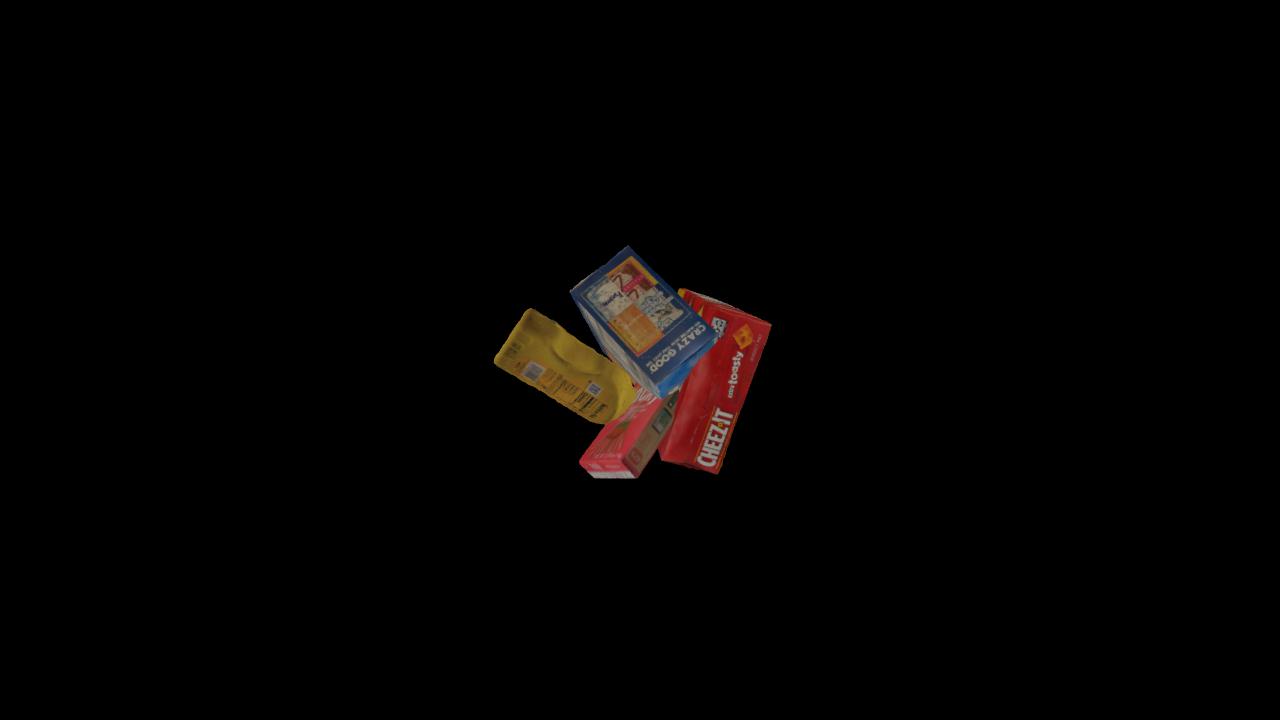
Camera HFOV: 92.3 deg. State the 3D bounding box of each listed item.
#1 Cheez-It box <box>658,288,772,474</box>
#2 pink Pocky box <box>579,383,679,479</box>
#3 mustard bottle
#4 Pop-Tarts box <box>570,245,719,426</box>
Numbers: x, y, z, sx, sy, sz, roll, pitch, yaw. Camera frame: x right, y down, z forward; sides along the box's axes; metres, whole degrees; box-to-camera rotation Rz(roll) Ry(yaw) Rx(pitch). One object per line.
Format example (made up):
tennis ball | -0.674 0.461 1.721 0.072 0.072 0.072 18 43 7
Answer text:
Cheez-It box | 0.066 0.012 0.709 0.071 0.166 0.223 16 9 -7
pink Pocky box | 0.006 0.056 0.643 0.084 0.029 0.155 -14 33 54
mustard bottle | -0.061 0.024 0.658 0.184 0.054 0.092 33 -45 -11
Pop-Tarts box | 0.014 -0.018 0.675 0.083 0.141 0.167 -40 -23 -6
